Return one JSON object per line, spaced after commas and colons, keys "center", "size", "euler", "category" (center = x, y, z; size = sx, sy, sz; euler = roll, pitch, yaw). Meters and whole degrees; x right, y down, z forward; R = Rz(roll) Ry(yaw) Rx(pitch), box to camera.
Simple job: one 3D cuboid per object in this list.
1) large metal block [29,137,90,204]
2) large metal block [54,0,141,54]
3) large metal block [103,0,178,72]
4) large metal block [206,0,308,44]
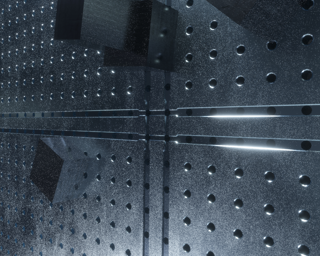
{"center": [-0.174, 0.069, 0.533], "size": [0.080, 0.050, 0.079], "euler": [31, 109, 35], "category": "large metal block"}
{"center": [-0.071, -0.136, 0.365], "size": [0.050, 0.081, 0.079], "euler": [13, 98, 39], "category": "large metal block"}
{"center": [-0.027, -0.119, 0.413], "size": [0.080, 0.050, 0.079], "euler": [9, 96, 39], "category": "large metal block"}
{"center": [0.100, -0.134, 0.290], "size": [0.050, 0.081, 0.080], "euler": [50, 119, 28], "category": "large metal block"}
